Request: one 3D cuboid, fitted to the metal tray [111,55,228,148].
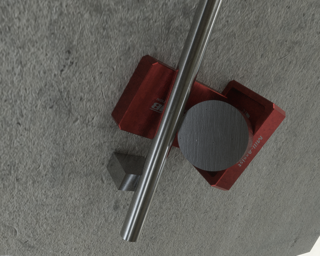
[{"bbox_3d":[0.016,-0.026,0.398,0.131,0.030,0.090,20,108,-36],"label":"metal tray"}]

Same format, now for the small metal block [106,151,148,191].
[{"bbox_3d":[-0.037,0.058,0.409,0.050,0.050,0.025,13,112,-34],"label":"small metal block"}]

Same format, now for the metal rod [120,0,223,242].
[{"bbox_3d":[0.009,-0.001,0.363,0.025,0.025,0.298,11,104,-34],"label":"metal rod"}]

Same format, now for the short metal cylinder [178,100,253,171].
[{"bbox_3d":[0.067,0.009,0.369,0.080,0.080,0.050,-56,161,11],"label":"short metal cylinder"}]

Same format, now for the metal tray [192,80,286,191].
[{"bbox_3d":[0.095,0.008,0.425,0.030,0.090,0.129,26,104,-37],"label":"metal tray"}]
